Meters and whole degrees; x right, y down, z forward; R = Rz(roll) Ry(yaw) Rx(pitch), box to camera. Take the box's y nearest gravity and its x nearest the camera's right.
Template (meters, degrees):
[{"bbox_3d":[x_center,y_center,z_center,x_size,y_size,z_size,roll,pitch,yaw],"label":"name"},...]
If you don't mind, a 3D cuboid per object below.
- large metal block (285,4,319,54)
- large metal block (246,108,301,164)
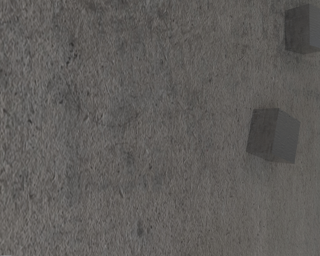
[{"bbox_3d":[0.303,-0.201,0.641,0.081,0.050,0.079,-3,92,-40],"label":"large metal block"},{"bbox_3d":[0.207,0.015,0.561,0.080,0.050,0.080,22,76,-38],"label":"large metal block"}]
